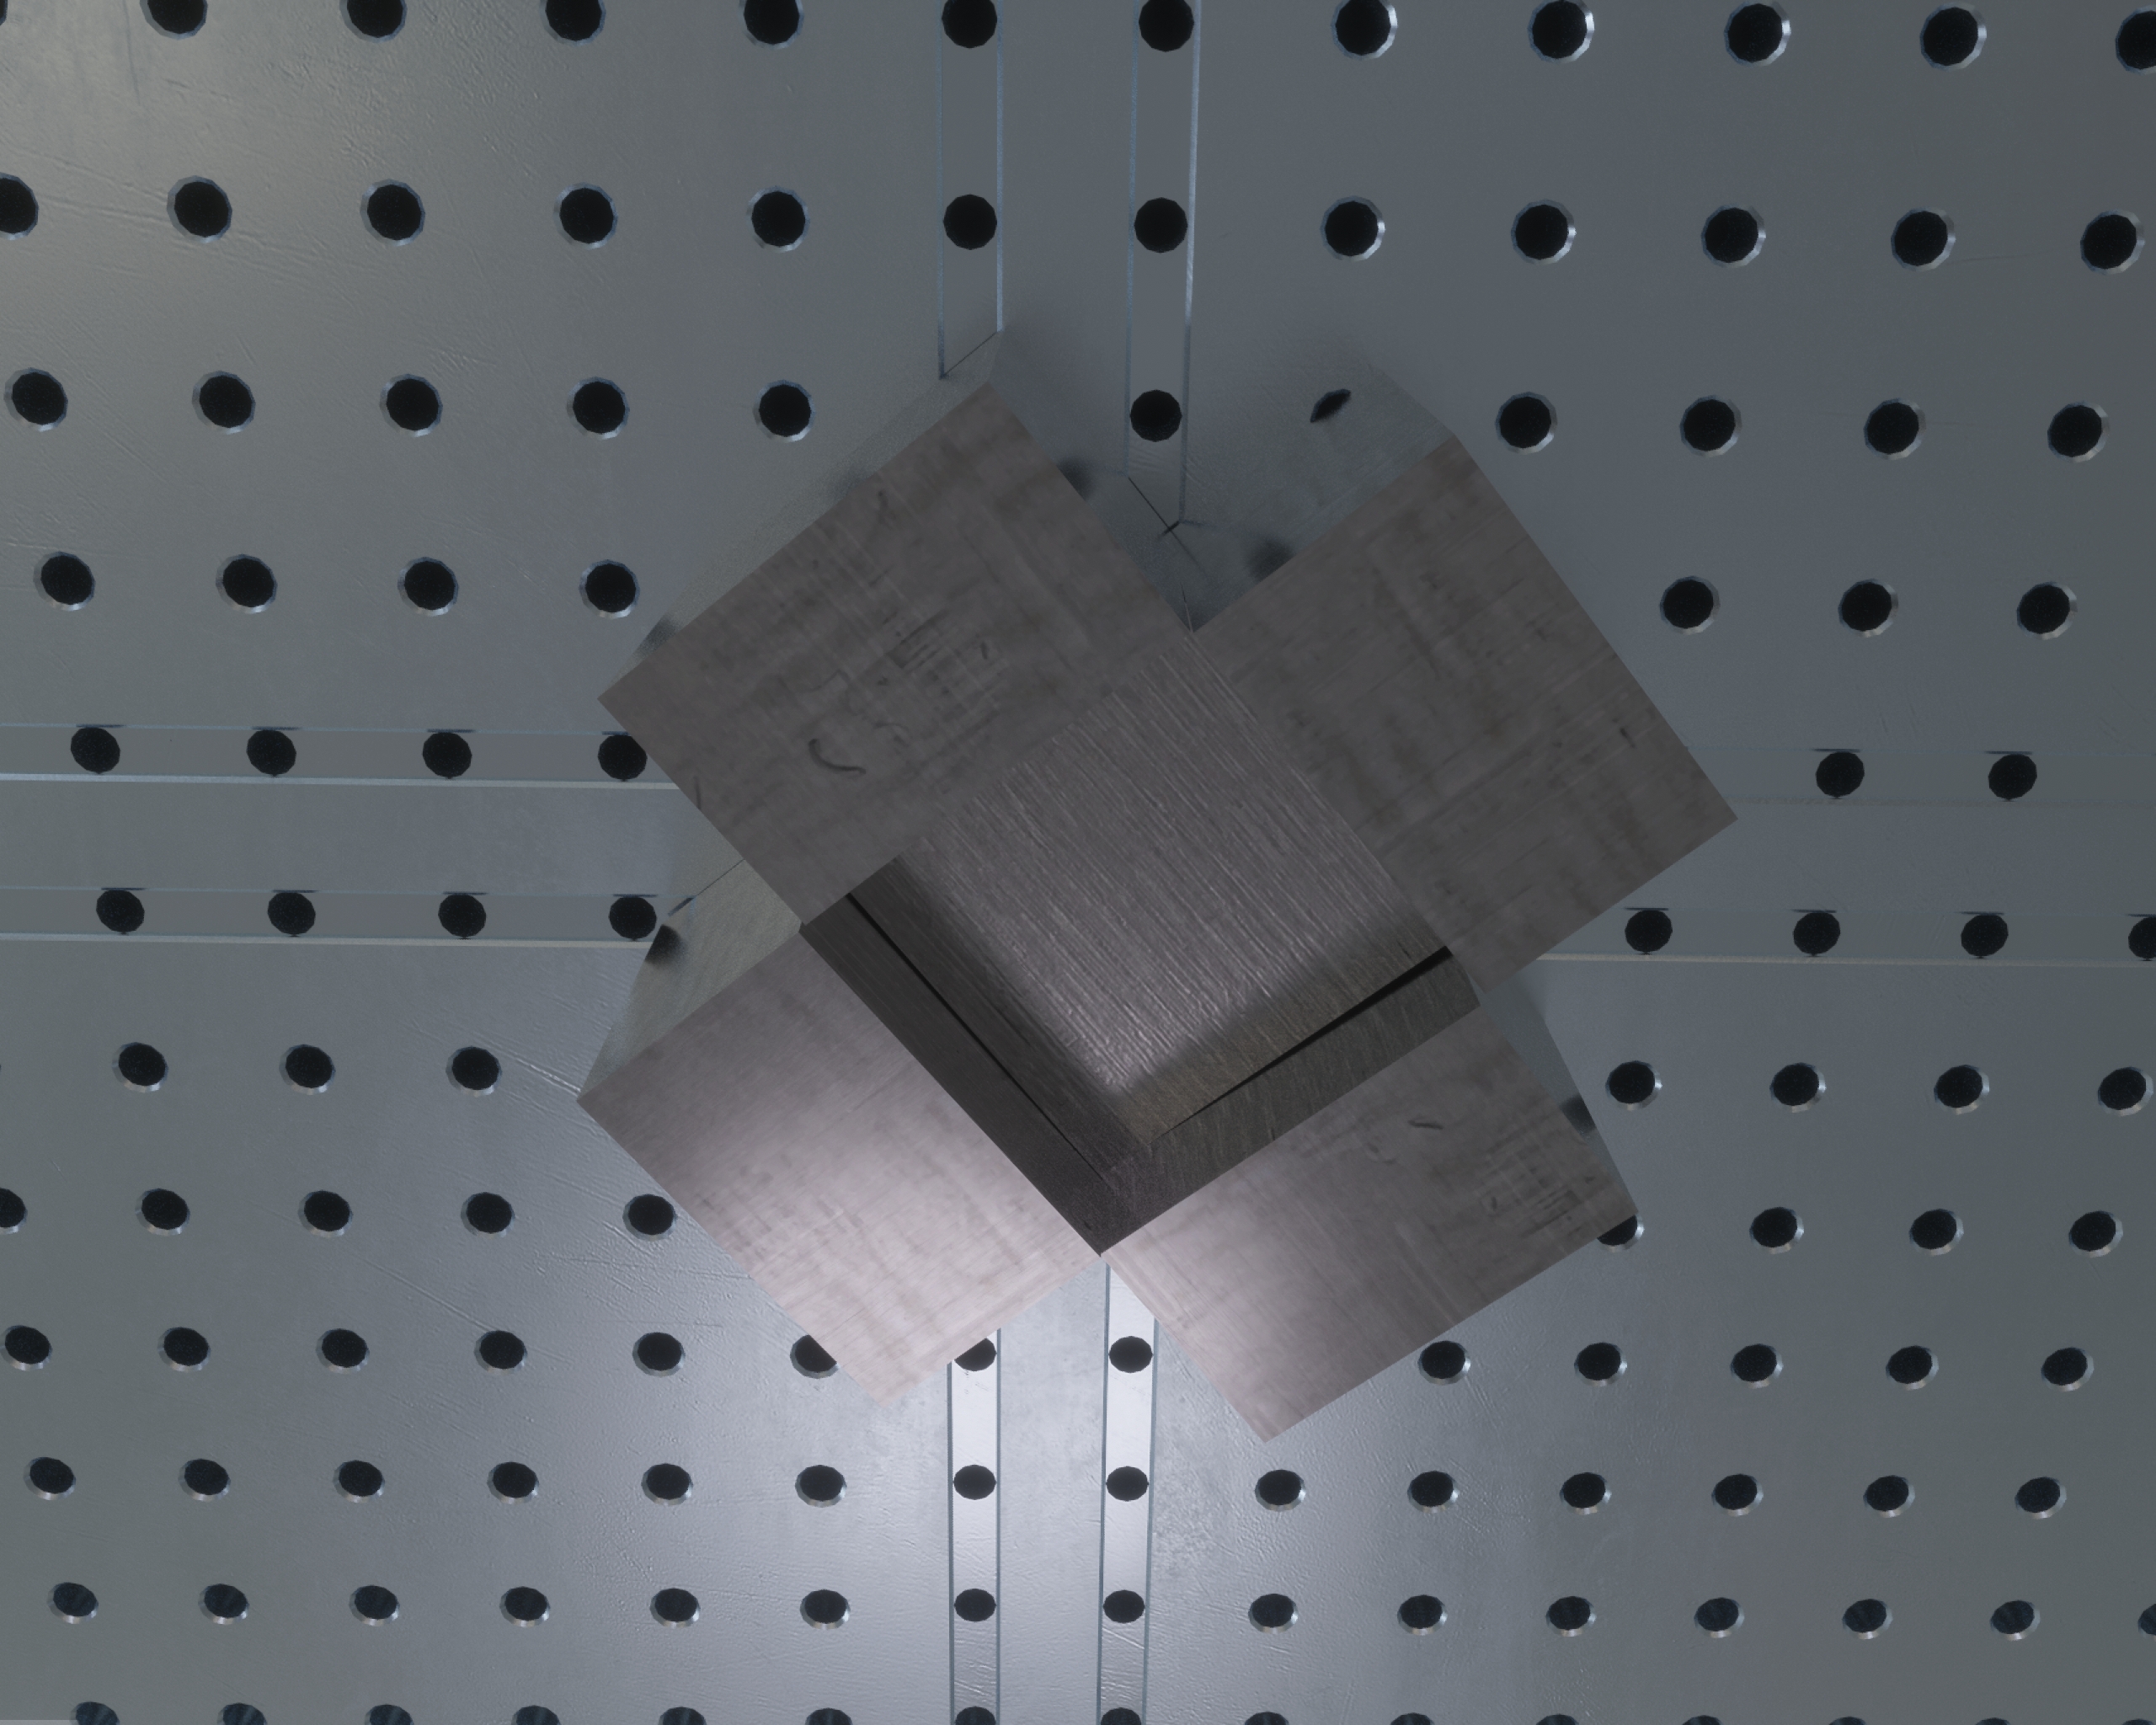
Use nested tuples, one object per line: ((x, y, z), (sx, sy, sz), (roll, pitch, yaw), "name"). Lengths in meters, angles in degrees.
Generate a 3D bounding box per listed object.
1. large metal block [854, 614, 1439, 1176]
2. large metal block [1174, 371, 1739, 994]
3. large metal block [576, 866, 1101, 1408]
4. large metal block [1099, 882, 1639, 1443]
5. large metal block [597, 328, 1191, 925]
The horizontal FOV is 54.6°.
((0.012, -0.002, 0.398), (0.080, 0.050, 0.080), (-36, 105, 14), "large metal block")
((0.063, -0.035, 0.372), (0.050, 0.080, 0.080), (-37, 106, 12), "large metal block")
((-0.041, 0.041, 0.398), (0.050, 0.080, 0.080), (-37, 107, 12), "large metal block")
((0.051, 0.051, 0.404), (0.080, 0.080, 0.050), (-35, 106, 12), "large metal block")
((-0.029, -0.045, 0.367), (0.080, 0.080, 0.050), (-37, 106, 12), "large metal block")
